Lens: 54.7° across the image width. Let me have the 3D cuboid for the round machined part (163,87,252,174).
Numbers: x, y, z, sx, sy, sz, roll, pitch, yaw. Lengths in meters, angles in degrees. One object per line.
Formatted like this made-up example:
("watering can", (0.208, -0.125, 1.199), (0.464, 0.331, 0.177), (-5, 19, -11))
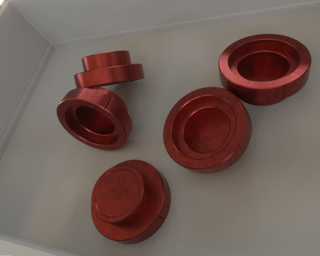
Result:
("round machined part", (0.056, 0.006, 0.356), (0.098, 0.042, 0.098), (-13, 62, 26))

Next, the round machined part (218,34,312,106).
("round machined part", (0.120, -0.064, 0.361), (0.098, 0.042, 0.098), (-8, 48, 9))

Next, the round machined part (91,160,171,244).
("round machined part", (-0.041, 0.082, 0.364), (0.098, 0.042, 0.098), (-13, 56, 20))

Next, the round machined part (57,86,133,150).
("round machined part", (-0.082, -0.017, 0.413), (0.098, 0.098, 0.042), (-1, 47, 27))

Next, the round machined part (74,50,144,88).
("round machined part", (-0.074, -0.084, 0.446), (0.098, 0.098, 0.042), (-6, 99, 24))
